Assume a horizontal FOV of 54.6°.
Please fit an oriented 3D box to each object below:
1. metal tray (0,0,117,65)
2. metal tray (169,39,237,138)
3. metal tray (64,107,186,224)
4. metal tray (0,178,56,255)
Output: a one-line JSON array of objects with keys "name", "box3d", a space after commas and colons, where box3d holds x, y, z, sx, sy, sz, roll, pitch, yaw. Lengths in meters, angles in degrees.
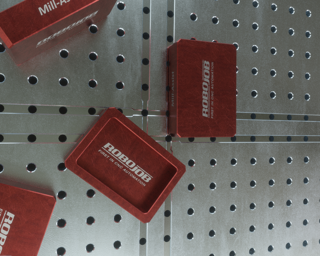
[{"name": "metal tray", "box3d": [-0.109, -0.121, 0.337, 0.131, 0.090, 0.030, -36, 102, -16]}, {"name": "metal tray", "box3d": [0.060, -0.052, 0.432, 0.091, 0.030, 0.129, 0, 90, -20]}, {"name": "metal tray", "box3d": [-0.042, 0.047, 0.394, 0.130, 0.030, 0.090, 41, 77, -16]}, {"name": "metal tray", "box3d": [-0.181, 0.125, 0.343, 0.091, 0.030, 0.130, 20, 83, -19]}]
